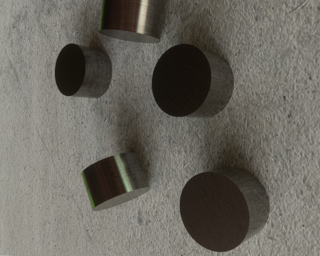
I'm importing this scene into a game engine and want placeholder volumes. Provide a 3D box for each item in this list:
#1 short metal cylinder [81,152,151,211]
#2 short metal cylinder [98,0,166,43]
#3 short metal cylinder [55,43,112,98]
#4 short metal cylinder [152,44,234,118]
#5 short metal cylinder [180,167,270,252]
[{"bbox_3d":[-0.059,0.073,0.418,0.080,0.081,0.050,-36,68,34],"label":"short metal cylinder"},{"bbox_3d":[-0.036,-0.143,0.399,0.080,0.081,0.050,13,99,39],"label":"short metal cylinder"},{"bbox_3d":[-0.121,-0.088,0.489,0.080,0.050,0.080,0,90,40],"label":"short metal cylinder"},{"bbox_3d":[0.037,-0.052,0.358,0.080,0.050,0.080,0,90,40],"label":"short metal cylinder"},{"bbox_3d":[0.068,0.084,0.332,0.080,0.050,0.080,0,90,40],"label":"short metal cylinder"}]
